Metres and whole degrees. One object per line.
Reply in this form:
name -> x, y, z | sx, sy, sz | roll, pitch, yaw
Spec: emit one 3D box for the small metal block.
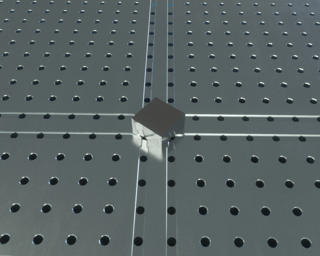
small metal block -> -0.002, -0.008, 0.415 | 0.050, 0.025, 0.050 | 32, 57, 23
